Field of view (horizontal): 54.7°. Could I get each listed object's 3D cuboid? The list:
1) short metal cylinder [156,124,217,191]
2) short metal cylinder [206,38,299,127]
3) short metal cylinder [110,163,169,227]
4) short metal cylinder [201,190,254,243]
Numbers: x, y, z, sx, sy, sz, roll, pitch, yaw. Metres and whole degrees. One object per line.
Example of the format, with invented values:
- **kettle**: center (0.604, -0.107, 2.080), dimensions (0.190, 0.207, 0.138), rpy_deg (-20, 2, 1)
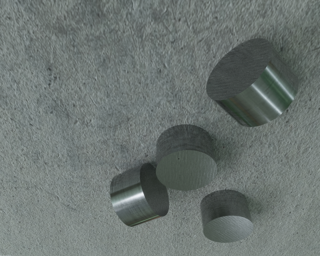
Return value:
- **short metal cylinder**: center (0.035, 0.041, 0.426), dimensions (0.081, 0.050, 0.079), rpy_deg (0, 130, 0)
- **short metal cylinder**: center (0.097, -0.048, 0.331), dimensions (0.080, 0.080, 0.050), rpy_deg (-37, 121, 27)
- **short metal cylinder**: center (-0.028, 0.098, 0.454), dimensions (0.050, 0.080, 0.080), rpy_deg (-25, 126, 19)
- **short metal cylinder**: center (0.110, 0.148, 0.518), dimensions (0.081, 0.050, 0.079), rpy_deg (0, 130, 0)
